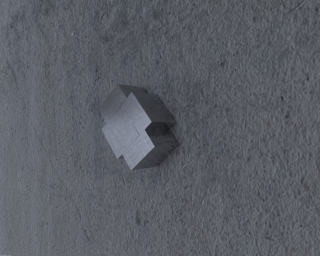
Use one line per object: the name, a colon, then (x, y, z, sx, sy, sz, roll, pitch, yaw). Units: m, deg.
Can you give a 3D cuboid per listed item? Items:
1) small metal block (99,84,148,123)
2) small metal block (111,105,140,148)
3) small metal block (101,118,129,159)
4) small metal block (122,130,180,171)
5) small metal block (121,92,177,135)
small metal block: (-0.047, -0.032, 0.426, 0.050, 0.050, 0.025, -46, 63, 30)
small metal block: (-0.029, -0.003, 0.411, 0.025, 0.050, 0.050, -47, 62, 30)
small metal block: (-0.044, 0.013, 0.423, 0.025, 0.050, 0.050, -47, 62, 30)
small metal block: (-0.011, 0.027, 0.397, 0.050, 0.050, 0.025, -46, 63, 30)
small metal block: (-0.014, -0.018, 0.399, 0.025, 0.050, 0.050, -48, 62, 29)
